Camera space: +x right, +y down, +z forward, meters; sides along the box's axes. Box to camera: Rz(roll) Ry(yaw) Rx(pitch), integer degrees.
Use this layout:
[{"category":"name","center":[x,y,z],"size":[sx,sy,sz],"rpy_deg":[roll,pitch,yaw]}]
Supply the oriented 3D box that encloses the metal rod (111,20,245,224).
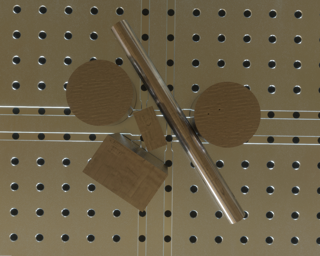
[{"category":"metal rod","center":[0.024,-0.008,0.410],"size":[0.025,0.025,0.299],"rpy_deg":[-31,90,0]}]

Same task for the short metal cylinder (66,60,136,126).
[{"category":"short metal cylinder","center":[-0.073,-0.042,0.396],"size":[0.081,0.050,0.079],"rpy_deg":[0,90,0]}]

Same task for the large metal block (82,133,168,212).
[{"category":"large metal block","center":[-0.038,0.050,0.381],"size":[0.080,0.080,0.050],"rpy_deg":[34,91,0]}]

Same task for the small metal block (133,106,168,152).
[{"category":"small metal block","center":[-0.012,0.001,0.397],"size":[0.025,0.050,0.050],"rpy_deg":[-21,90,0]}]

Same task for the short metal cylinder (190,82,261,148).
[{"category":"short metal cylinder","center":[0.081,-0.016,0.398],"size":[0.081,0.050,0.079],"rpy_deg":[0,90,0]}]
